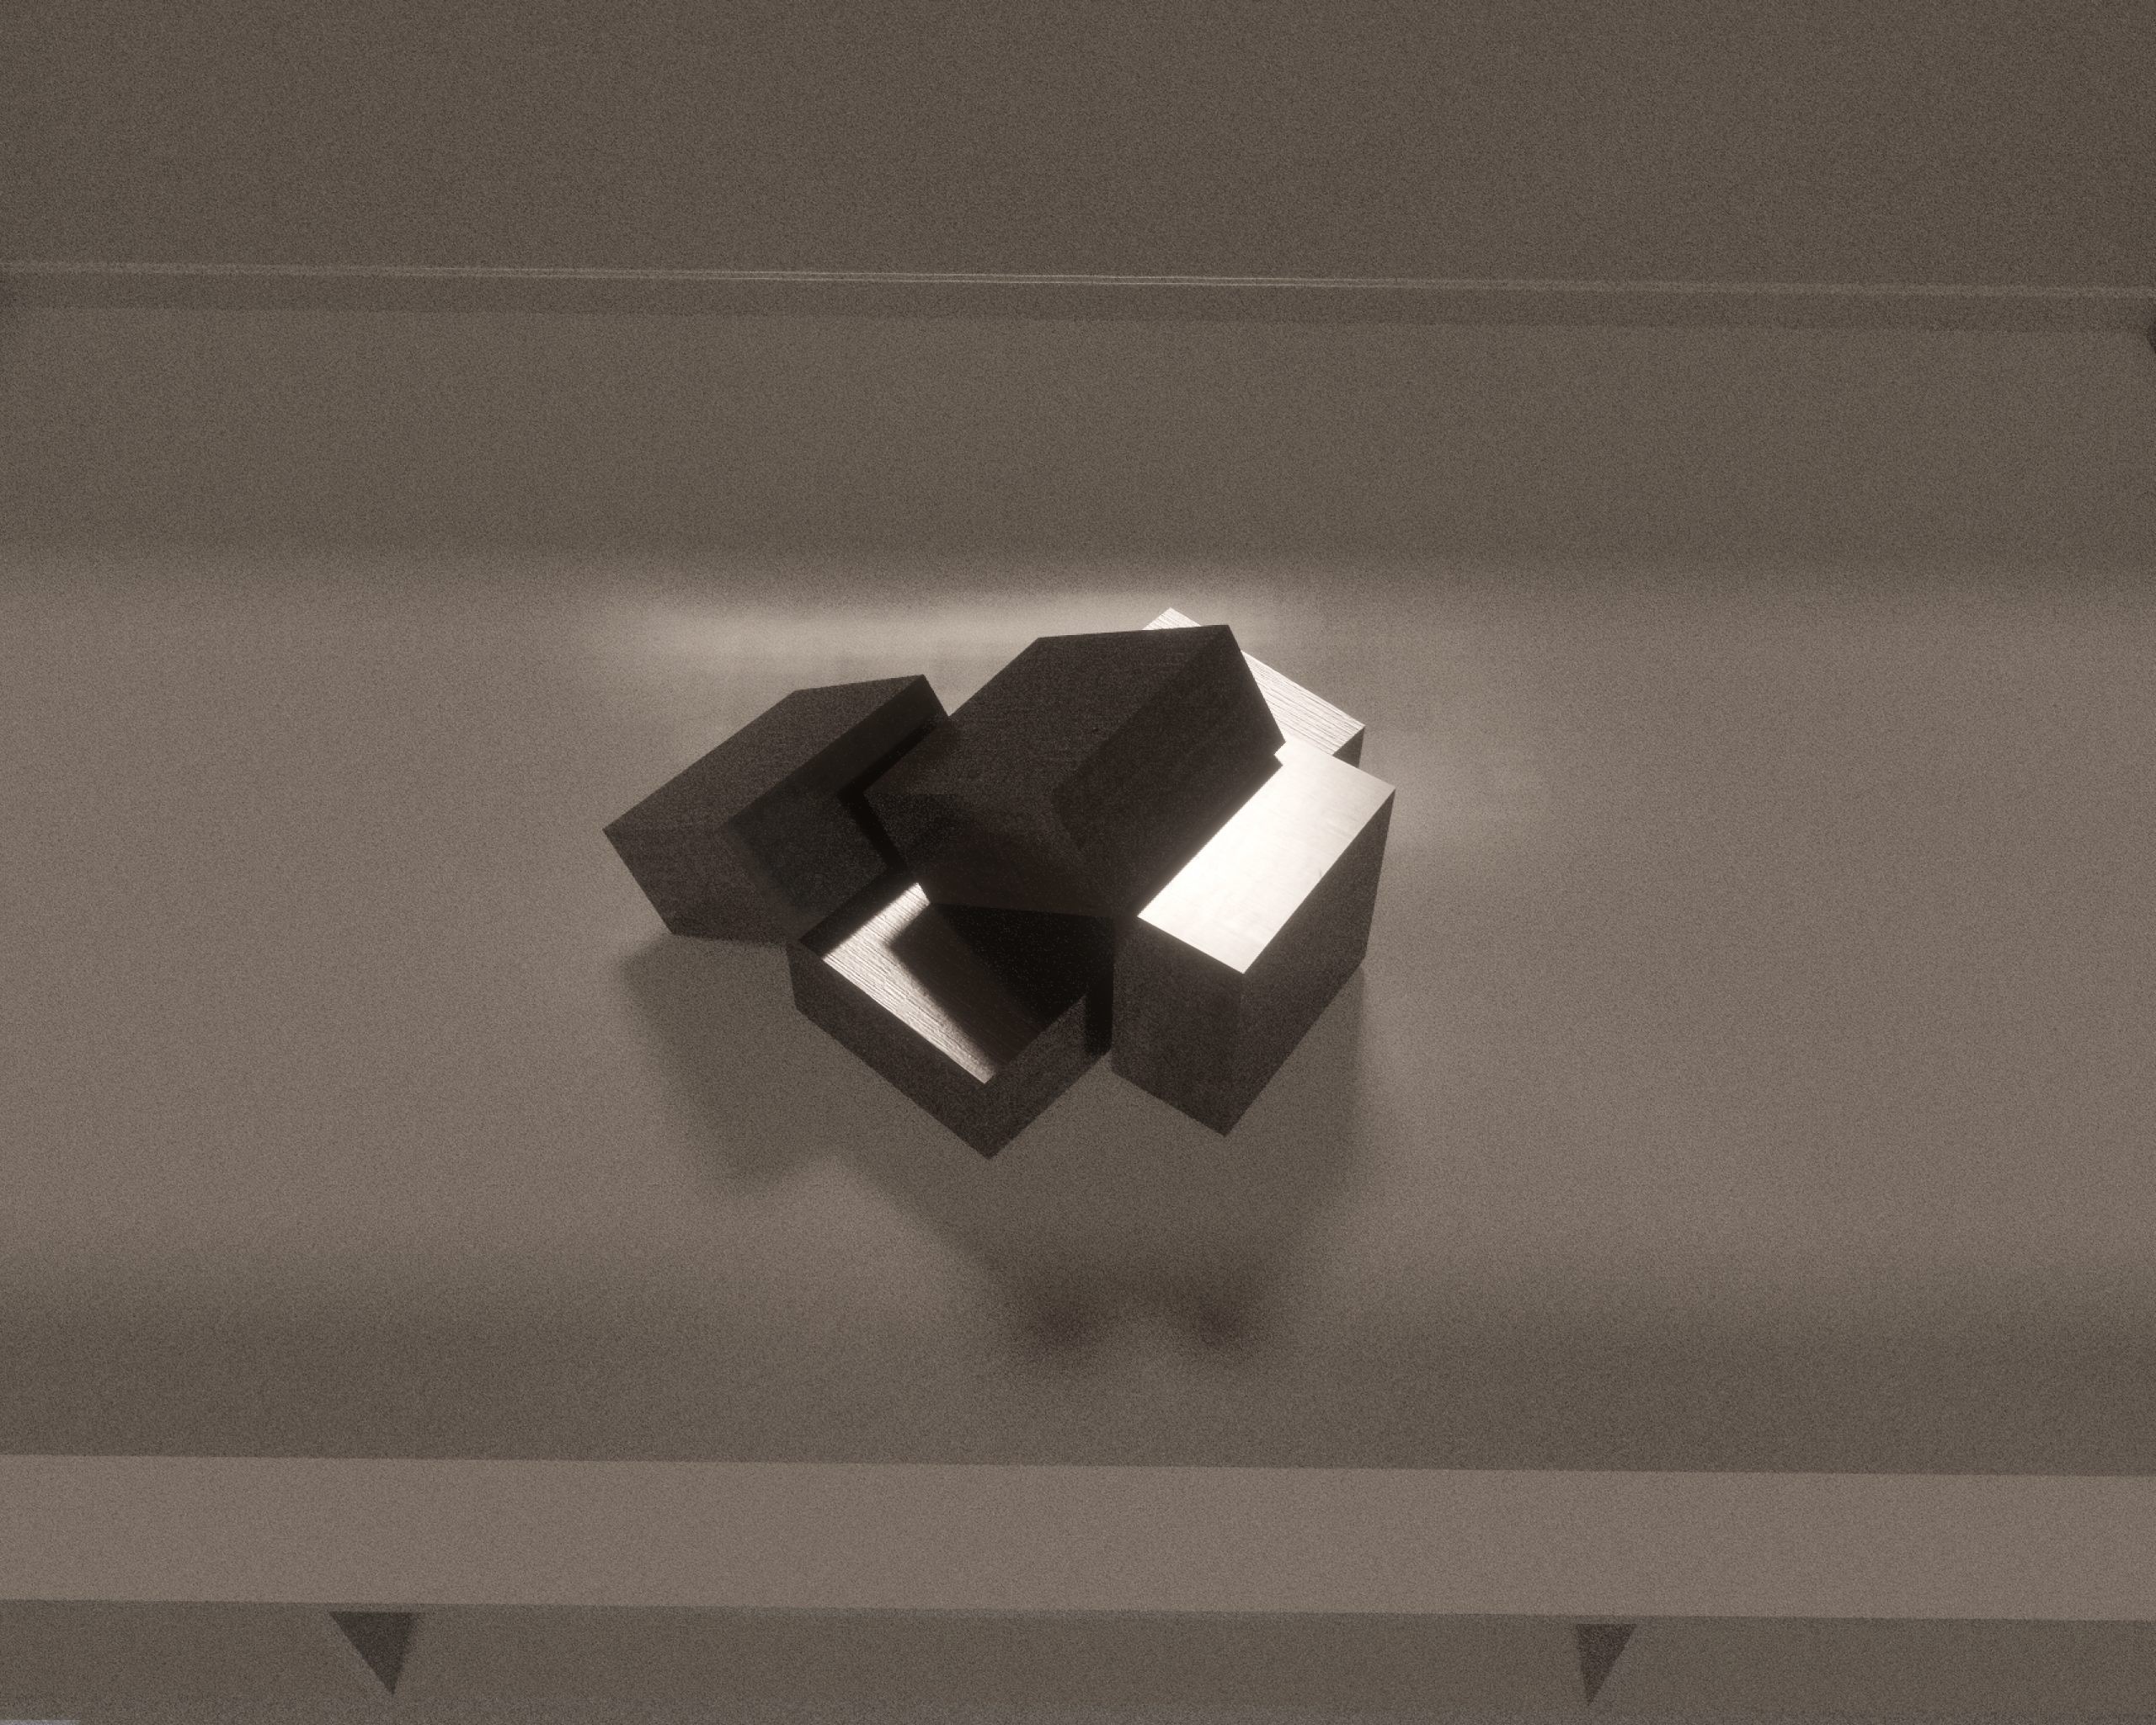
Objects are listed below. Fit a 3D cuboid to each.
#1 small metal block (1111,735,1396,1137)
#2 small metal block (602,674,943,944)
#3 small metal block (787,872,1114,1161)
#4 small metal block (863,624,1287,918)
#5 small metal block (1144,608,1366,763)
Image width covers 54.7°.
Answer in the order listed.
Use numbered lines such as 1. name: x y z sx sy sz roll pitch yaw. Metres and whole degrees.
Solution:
1. small metal block: 0.031 0.013 0.376 0.025 0.050 0.050 29 56 21
2. small metal block: -0.054 -0.010 0.395 0.050 0.025 0.050 -41 23 -28
3. small metal block: -0.018 0.019 0.387 0.050 0.025 0.050 35 58 25
4. small metal block: -0.001 -0.017 0.369 0.050 0.025 0.050 3 40 48
5. small metal block: 0.021 -0.018 0.418 0.050 0.025 0.050 35 58 25
